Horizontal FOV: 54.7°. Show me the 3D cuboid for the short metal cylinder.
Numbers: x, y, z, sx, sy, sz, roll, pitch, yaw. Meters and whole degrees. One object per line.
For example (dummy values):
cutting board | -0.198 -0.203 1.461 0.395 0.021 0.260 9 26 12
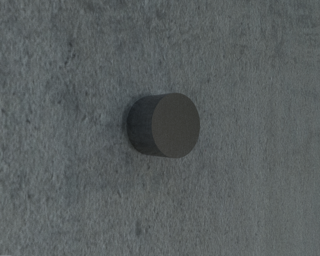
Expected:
short metal cylinder | 0.005 -0.003 0.395 0.081 0.050 0.079 0 90 -40
